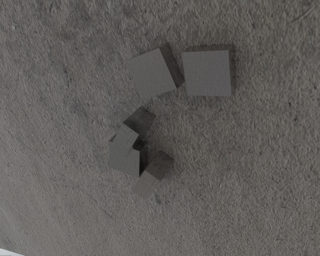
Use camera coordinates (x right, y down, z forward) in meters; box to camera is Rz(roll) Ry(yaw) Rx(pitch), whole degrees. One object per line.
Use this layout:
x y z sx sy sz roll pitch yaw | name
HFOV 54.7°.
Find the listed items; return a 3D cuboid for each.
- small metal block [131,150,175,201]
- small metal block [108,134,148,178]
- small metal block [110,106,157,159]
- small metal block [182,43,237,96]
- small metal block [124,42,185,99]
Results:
-0.009 0.066 0.437 0.025 0.050 0.050 36 129 4 | small metal block
-0.047 0.040 0.456 0.050 0.025 0.050 16 125 18 | small metal block
-0.036 0.005 0.413 0.025 0.050 0.050 36 129 4 | small metal block
0.055 -0.063 0.339 0.050 0.025 0.050 4 120 26 | small metal block
-0.006 -0.067 0.368 0.050 0.025 0.050 -13 112 33 | small metal block
